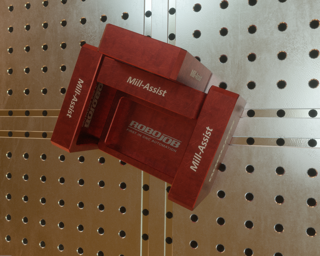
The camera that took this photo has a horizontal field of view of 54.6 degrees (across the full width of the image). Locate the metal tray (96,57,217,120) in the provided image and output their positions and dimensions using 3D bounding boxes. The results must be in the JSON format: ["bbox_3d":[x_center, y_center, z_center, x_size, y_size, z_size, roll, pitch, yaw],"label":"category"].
[{"bbox_3d":[0.001,-0.046,0.378,0.130,0.090,0.030,23,98,18],"label":"metal tray"}]

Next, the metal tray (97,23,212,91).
[{"bbox_3d":[0.001,-0.075,0.356,0.090,0.130,0.030,24,99,18],"label":"metal tray"}]

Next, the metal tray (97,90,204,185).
[{"bbox_3d":[-0.010,0.011,0.413,0.130,0.030,0.090,23,98,18],"label":"metal tray"}]

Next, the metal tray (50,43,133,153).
[{"bbox_3d":[-0.085,-0.035,0.408,0.030,0.090,0.129,23,98,18],"label":"metal tray"}]

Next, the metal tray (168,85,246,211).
[{"bbox_3d":[0.057,0.021,0.357,0.030,0.090,0.129,23,98,18],"label":"metal tray"}]
